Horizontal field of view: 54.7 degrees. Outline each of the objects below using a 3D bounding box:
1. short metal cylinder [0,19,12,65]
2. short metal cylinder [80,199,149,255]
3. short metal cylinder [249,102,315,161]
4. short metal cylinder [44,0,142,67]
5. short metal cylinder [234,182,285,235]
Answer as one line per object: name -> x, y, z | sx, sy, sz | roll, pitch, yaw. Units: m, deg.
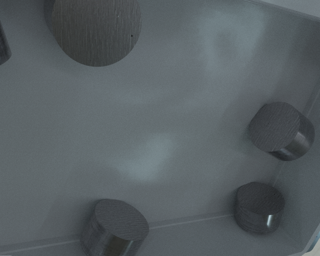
short metal cylinder -> -0.165, -0.073, 0.238 | 0.081, 0.080, 0.050 | -17, 125, -19
short metal cylinder -> -0.062, 0.144, 0.428 | 0.081, 0.080, 0.050 | 17, 109, -35
short metal cylinder -> 0.188, 0.006, 0.479 | 0.050, 0.080, 0.080 | 26, 104, -37
short metal cylinder -> -0.064, -0.104, 0.293 | 0.081, 0.050, 0.079 | -14, 124, -21
short metal cylinder -> 0.178, 0.144, 0.559 | 0.081, 0.080, 0.050 | -15, 125, -20
